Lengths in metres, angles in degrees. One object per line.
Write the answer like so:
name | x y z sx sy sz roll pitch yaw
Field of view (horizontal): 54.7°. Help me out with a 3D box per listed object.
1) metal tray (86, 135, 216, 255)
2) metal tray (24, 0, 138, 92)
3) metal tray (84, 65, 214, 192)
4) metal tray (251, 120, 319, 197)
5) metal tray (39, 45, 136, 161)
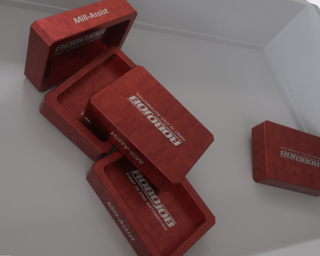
metal tray | -0.009 0.079 0.348 0.091 0.030 0.130 -29 78 -37
metal tray | -0.094 -0.103 0.375 0.030 0.090 0.131 48 51 5
metal tray | -0.010 -0.003 0.358 0.130 0.030 0.090 45 51 2
metal tray | 0.203 0.048 0.474 0.131 0.030 0.090 15 64 -20
metal tray | -0.067 -0.035 0.380 0.090 0.030 0.131 44 51 -7
